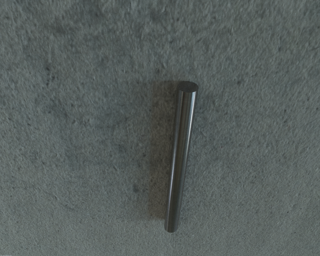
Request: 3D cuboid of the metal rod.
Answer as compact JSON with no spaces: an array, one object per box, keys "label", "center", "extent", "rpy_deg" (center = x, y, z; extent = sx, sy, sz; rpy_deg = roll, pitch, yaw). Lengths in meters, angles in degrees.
[{"label":"metal rod","center":[0.027,0.065,0.462],"extent":[0.025,0.025,0.298],"rpy_deg":[2,130,-2]}]
